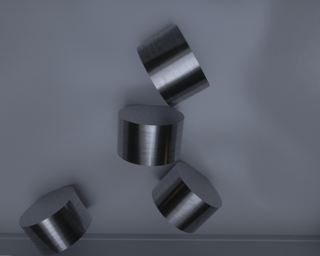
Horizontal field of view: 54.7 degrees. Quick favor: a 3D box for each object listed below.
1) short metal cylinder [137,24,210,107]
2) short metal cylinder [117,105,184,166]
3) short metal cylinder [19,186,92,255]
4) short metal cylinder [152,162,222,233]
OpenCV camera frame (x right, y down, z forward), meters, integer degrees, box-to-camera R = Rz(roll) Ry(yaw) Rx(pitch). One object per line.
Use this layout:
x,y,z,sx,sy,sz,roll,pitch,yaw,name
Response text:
0.016,-0.070,0.356,0.050,0.080,0.080,-29,108,10,short metal cylinder
-0.012,0.006,0.384,0.081,0.080,0.050,4,110,-2,short metal cylinder
-0.142,0.126,0.427,0.080,0.080,0.050,-23,109,8,short metal cylinder
0.036,0.092,0.416,0.080,0.080,0.050,37,106,-13,short metal cylinder
